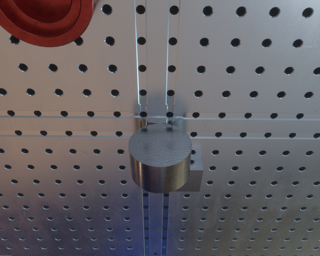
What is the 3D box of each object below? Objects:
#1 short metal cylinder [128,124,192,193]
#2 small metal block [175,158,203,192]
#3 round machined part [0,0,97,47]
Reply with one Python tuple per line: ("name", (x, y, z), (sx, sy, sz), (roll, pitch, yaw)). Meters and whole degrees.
("short metal cylinder", (0.000, 0.039, 0.408), (0.080, 0.080, 0.050), (0, 130, 0))
("small metal block", (0.037, 0.071, 0.473), (0.050, 0.025, 0.050), (1, 130, -1))
("round machined part", (-0.108, -0.130, 0.289), (0.099, 0.042, 0.097), (0, 130, 0))
